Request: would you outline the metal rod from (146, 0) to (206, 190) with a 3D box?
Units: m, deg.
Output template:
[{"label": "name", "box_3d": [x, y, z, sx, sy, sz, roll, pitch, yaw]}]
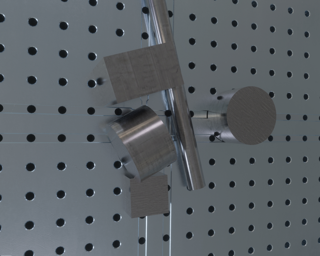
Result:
[{"label": "metal rod", "box_3d": [0.019, -0.063, 0.419, 0.025, 0.025, 0.298, -14, 95, -20]}]

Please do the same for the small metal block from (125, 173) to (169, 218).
[{"label": "small metal block", "box_3d": [-0.017, 0.087, 0.407, 0.050, 0.025, 0.050, -3, 91, -20]}]

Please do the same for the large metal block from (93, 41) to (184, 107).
[{"label": "large metal block", "box_3d": [-0.029, -0.062, 0.373, 0.081, 0.080, 0.050, -19, 97, -19]}]

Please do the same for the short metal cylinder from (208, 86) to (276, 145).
[{"label": "short metal cylinder", "box_3d": [0.116, -0.017, 0.443, 0.081, 0.050, 0.079, 0, 90, -20]}]

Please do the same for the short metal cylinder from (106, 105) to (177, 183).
[{"label": "short metal cylinder", "box_3d": [-0.023, 0.019, 0.375, 0.050, 0.080, 0.080, -30, 100, -18]}]
